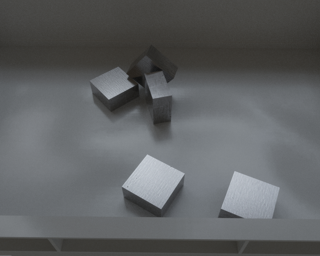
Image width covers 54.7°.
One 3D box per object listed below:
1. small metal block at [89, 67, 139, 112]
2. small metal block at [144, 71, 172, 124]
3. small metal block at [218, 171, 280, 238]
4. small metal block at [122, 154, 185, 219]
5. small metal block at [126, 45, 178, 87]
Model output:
[{"bbox_3d":[-0.066,-0.058,0.453,0.050,0.025,0.050,-32,57,-24],"label":"small metal block"},{"bbox_3d":[-0.003,-0.042,0.424,0.025,0.050,0.050,-11,51,-9],"label":"small metal block"},{"bbox_3d":[0.096,0.082,0.337,0.050,0.025,0.050,20,53,15],"label":"small metal block"},{"bbox_3d":[-0.007,0.065,0.350,0.050,0.025,0.050,25,54,20],"label":"small metal block"},{"bbox_3d":[-0.011,-0.083,0.445,0.050,0.050,0.025,37,49,-20],"label":"small metal block"}]
